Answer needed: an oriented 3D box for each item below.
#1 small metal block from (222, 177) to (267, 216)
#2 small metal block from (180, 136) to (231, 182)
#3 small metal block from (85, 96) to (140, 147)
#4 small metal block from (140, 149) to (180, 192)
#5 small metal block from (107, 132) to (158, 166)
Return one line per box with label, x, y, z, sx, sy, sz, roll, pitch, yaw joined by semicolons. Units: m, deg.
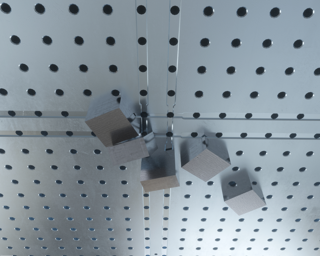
small metal block;0.138;0.113;0.509;0.050;0.025;0.050;-30;124;23
small metal block;0.066;0.046;0.451;0.050;0.025;0.050;33;123;-25
small metal block;-0.061;-0.007;0.405;0.050;0.025;0.050;-20;127;16
small metal block;0.000;0.061;0.447;0.050;0.050;0.025;-12;129;10
small metal block;-0.035;0.027;0.414;0.050;0.050;0.025;-17;94;14
